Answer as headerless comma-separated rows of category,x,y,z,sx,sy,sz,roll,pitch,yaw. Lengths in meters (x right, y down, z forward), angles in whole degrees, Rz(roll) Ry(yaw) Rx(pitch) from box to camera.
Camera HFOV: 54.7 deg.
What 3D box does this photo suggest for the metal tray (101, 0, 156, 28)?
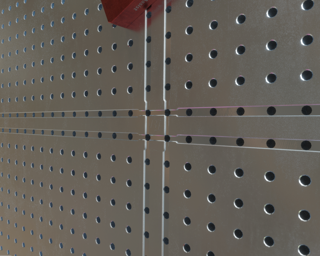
metal tray,-0.033,-0.215,0.431,0.130,0.030,0.090,-30,71,35
